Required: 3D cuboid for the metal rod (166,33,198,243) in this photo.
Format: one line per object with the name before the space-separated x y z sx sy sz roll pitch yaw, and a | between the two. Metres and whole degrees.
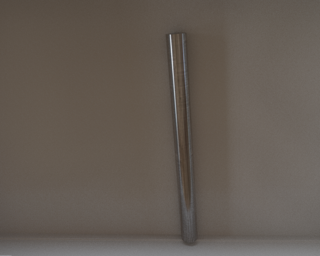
metal rod | 0.032 0.027 0.421 0.025 0.025 0.298 -5 110 2
